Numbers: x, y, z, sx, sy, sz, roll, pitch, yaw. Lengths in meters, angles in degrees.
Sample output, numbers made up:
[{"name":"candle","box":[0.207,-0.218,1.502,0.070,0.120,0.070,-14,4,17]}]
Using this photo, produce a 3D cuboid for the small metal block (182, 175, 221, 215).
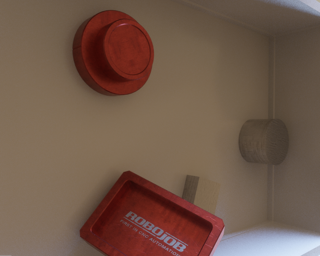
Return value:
[{"name":"small metal block","box":[0.060,0.101,0.460,0.050,0.025,0.050,23,75,-38]}]

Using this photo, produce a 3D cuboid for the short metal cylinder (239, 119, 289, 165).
[{"name":"short metal cylinder","box":[0.185,0.024,0.549,0.081,0.050,0.079,0,90,-40]}]

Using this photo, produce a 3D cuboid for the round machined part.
[{"name":"round machined part","box":[-0.046,-0.087,0.358,0.099,0.042,0.097,0,90,-40]}]

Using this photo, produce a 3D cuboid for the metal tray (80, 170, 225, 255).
[{"name":"metal tray","box":[-0.008,0.113,0.335,0.090,0.130,0.030,-53,154,-27]}]
